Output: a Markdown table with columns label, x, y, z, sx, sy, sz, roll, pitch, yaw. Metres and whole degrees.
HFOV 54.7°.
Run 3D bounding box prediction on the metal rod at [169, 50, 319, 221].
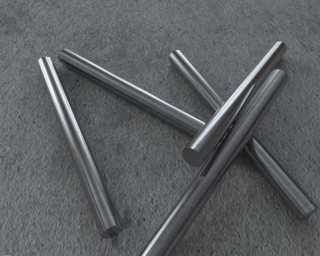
| label | x | y | z | sx | sy | sz | roll | pitch | yaw |
| --- | --- | --- | --- | --- | --- | --- | --- | --- | --- |
| metal rod | 0.092 | -0.012 | 0.413 | 0.025 | 0.025 | 0.300 | -21 | 53 | -17 |

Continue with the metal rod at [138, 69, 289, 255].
| label | x | y | z | sx | sy | sz | roll | pitch | yaw |
| --- | --- | --- | --- | --- | --- | --- | --- | --- | --- |
| metal rod | 0.070 | 0.036 | 0.349 | 0.025 | 0.025 | 0.301 | 30 | 63 | 22 |

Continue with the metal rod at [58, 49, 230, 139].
| label | x | y | z | sx | sy | sz | roll | pitch | yaw |
| --- | --- | --- | --- | --- | --- | --- | --- | --- | --- |
| metal rod | -0.034 | -0.047 | 0.441 | 0.300 | 0.025 | 0.025 | 30 | 56 | 22 |

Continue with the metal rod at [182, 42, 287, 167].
| label | x | y | z | sx | sy | sz | roll | pitch | yaw |
| --- | --- | --- | --- | --- | --- | --- | --- | --- | --- |
| metal rod | 0.116 | -0.051 | 0.419 | 0.025 | 0.025 | 0.302 | 27 | 47 | 21 |

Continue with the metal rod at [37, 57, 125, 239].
| label | x | y | z | sx | sy | sz | roll | pitch | yaw |
| --- | --- | --- | --- | --- | --- | --- | --- | --- | --- |
| metal rod | -0.114 | 0.002 | 0.400 | 0.025 | 0.025 | 0.300 | -21 | 53 | -16 |
